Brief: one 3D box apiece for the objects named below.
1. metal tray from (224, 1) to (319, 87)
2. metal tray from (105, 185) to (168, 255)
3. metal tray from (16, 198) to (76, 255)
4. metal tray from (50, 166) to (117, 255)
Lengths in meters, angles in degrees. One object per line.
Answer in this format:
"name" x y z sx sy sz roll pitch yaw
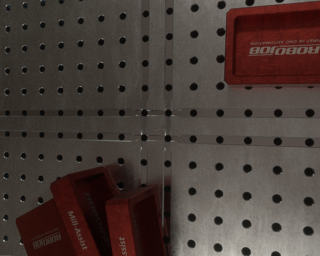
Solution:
"metal tray" 0.144 -0.094 0.359 0.130 0.030 0.089 2 91 19
"metal tray" -0.024 0.145 0.385 0.030 0.090 0.129 -10 87 19
"metal tray" -0.149 0.151 0.440 0.130 0.030 0.090 -30 80 35
"metal tray" -0.081 0.119 0.405 0.030 0.090 0.130 -28 81 17
